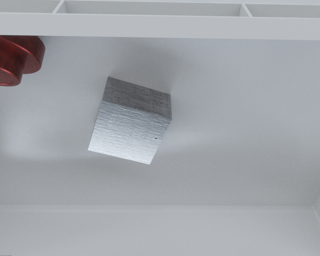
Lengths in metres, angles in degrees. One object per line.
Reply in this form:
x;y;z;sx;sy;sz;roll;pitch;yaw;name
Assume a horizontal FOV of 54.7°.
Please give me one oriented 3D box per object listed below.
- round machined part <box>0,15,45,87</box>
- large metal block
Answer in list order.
-0.168;-0.072;0.302;0.099;0.042;0.098;7;167;2;round machined part
-0.038;-0.007;0.386;0.081;0.050;0.079;15;129;-13;large metal block
